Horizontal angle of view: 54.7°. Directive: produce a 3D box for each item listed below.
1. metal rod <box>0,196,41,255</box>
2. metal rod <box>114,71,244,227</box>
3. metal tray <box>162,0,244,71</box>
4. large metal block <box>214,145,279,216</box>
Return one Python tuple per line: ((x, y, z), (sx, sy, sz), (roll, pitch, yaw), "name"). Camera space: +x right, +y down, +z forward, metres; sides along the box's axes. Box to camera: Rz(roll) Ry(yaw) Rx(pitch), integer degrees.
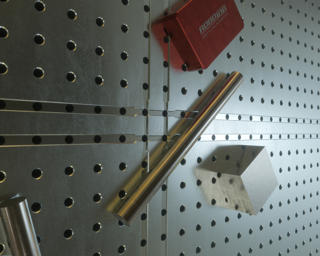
((-0.113, 0.215, 0.316), (0.025, 0.025, 0.298), (-18, 101, -39), "metal rod")
((0.042, 0.013, 0.446), (0.301, 0.025, 0.025), (-48, 119, -29), "metal rod")
((0.070, -0.158, 0.467), (0.130, 0.030, 0.090), (-48, 119, -29), "metal tray")
((0.147, 0.084, 0.520), (0.080, 0.050, 0.080), (-39, 114, -33), "large metal block")
